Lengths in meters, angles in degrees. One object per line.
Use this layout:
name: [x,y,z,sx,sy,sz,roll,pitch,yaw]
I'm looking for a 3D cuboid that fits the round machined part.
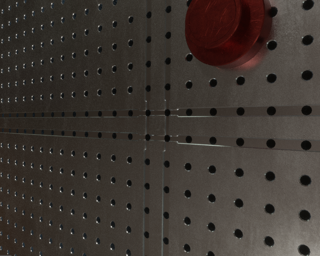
round machined part: [0.067,-0.118,0.342,0.098,0.042,0.097,0,90,39]
